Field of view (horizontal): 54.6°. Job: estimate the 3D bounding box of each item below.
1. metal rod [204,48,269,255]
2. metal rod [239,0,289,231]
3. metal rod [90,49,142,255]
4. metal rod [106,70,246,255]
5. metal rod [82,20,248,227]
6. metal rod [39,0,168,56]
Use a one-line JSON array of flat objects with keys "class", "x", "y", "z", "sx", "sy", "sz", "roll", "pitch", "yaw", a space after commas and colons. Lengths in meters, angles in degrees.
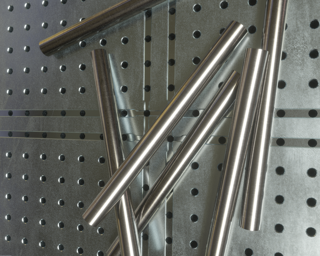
[{"class": "metal rod", "x": 0.085, "y": 0.058, "z": 0.371, "sx": 0.025, "sy": 0.025, "sz": 0.298, "roll": 12, "pitch": 99, "yaw": 19}, {"class": "metal rod", "x": 0.124, "y": -0.029, "z": 0.368, "sx": 0.025, "sy": 0.025, "sz": 0.298, "roll": 7, "pitch": 92, "yaw": 20}, {"class": "metal rod", "x": -0.060, "y": 0.036, "z": 0.417, "sx": 0.025, "sy": 0.025, "sz": 0.299, "roll": -14, "pitch": 79, "yaw": 19}, {"class": "metal rod", "x": 0.017, "y": 0.058, "z": 0.406, "sx": 0.025, "sy": 0.025, "sz": 0.299, "roll": 37, "pitch": 102, "yaw": 16}, {"class": "metal rod", "x": 0.005, "y": -0.004, "z": 0.382, "sx": 0.025, "sy": 0.025, "sz": 0.300, "roll": 38, "pitch": 91, "yaw": 16}, {"class": "metal rod", "x": -0.041, "y": -0.166, "z": 0.427, "sx": 0.300, "sy": 0.025, "sz": 0.025, "roll": -18, "pitch": 84, "yaw": 19}]
